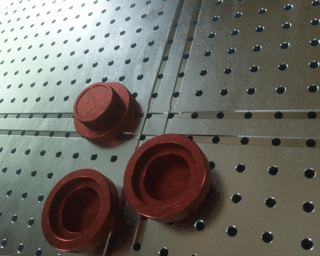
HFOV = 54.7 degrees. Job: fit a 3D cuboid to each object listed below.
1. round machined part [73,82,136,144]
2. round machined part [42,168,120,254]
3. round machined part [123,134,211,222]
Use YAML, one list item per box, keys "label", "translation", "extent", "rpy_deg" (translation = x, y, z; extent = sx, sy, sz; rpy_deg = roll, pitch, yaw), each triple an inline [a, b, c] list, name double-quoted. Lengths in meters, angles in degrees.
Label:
- label: "round machined part"
  translation: [-0.088, -0.029, 0.460]
  extent: [0.098, 0.042, 0.098]
  rpy_deg: [-13, 56, 20]
- label: "round machined part"
  translation: [-0.092, 0.103, 0.381]
  extent: [0.098, 0.042, 0.098]
  rpy_deg: [-13, 56, 20]
- label: "round machined part"
  translation: [0.011, 0.059, 0.354]
  extent: [0.098, 0.042, 0.098]
  rpy_deg: [-13, 56, 20]
